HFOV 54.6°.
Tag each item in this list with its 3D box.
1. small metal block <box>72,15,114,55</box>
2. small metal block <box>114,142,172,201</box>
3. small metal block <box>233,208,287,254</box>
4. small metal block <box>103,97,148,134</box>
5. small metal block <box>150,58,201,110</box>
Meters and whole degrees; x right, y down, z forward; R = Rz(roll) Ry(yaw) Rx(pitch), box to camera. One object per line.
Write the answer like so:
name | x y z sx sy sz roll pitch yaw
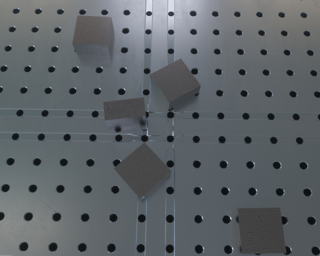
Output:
small metal block | -0.099 -0.138 0.462 0.050 0.025 0.050 3 70 1
small metal block | -0.021 0.055 0.392 0.050 0.025 0.050 -40 75 -13
small metal block | 0.117 0.122 0.368 0.050 0.025 0.050 -1 70 0
small metal block | -0.043 -0.015 0.404 0.050 0.050 0.025 -7 70 -2
small metal block | 0.021 -0.061 0.434 0.050 0.025 0.050 -30 73 -10
